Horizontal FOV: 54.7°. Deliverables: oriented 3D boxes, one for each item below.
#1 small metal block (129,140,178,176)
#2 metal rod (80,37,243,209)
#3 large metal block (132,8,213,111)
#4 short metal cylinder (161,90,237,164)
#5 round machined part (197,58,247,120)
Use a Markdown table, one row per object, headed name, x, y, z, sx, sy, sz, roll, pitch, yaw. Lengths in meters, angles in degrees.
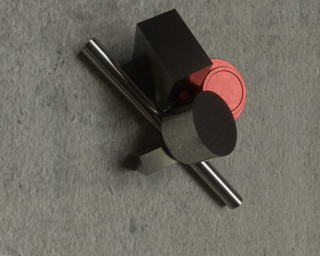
| name | x | y | z | sx | sy | sz | roll | pitch | yaw |
| --- | --- | --- | --- | --- | --- | --- | --- | --- | --- |
| small metal block | -0.007 | 0.036 | 0.396 | 0.050 | 0.050 | 0.025 | -23 | 97 | -19 |
| metal rod | 0.011 | 0.003 | 0.416 | 0.025 | 0.025 | 0.300 | -47 | 105 | -14 |
| large metal block | 0.010 | -0.079 | 0.374 | 0.050 | 0.080 | 0.080 | -28 | 78 | -17 |
| short metal cylinder | 0.049 | 0.000 | 0.376 | 0.080 | 0.050 | 0.080 | 18 | 62 | -38 |
| round machined part | 0.080 | -0.049 | 0.431 | 0.099 | 0.042 | 0.097 | 0 | 90 | -21 |
